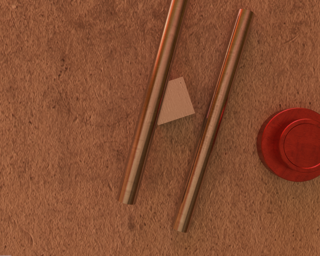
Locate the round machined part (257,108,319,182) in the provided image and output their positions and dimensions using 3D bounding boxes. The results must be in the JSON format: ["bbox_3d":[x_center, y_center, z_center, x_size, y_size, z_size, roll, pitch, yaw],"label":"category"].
[{"bbox_3d":[0.182,0.022,0.404,0.099,0.042,0.097,0,90,-1],"label":"round machined part"}]

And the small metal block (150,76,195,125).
[{"bbox_3d":[0.013,-0.035,0.410,0.050,0.025,0.050,-18,90,-1],"label":"small metal block"}]

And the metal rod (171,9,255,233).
[{"bbox_3d":[0.070,-0.010,0.410,0.025,0.025,0.298,17,90,-1],"label":"metal rod"}]

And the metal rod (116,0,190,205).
[{"bbox_3d":[-0.003,-0.054,0.385,0.025,0.025,0.298,15,89,-1],"label":"metal rod"}]
